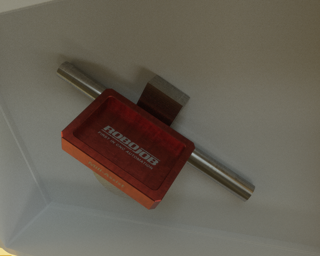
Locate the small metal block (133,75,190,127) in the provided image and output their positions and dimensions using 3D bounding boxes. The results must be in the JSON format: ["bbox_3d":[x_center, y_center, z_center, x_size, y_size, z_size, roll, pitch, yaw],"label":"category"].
[{"bbox_3d":[0.001,-0.029,0.387,0.050,0.025,0.050,35,129,4],"label":"small metal block"}]

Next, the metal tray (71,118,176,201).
[{"bbox_3d":[-0.038,0.034,0.405,0.130,0.090,0.030,34,129,5],"label":"metal tray"}]

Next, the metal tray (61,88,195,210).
[{"bbox_3d":[-0.036,0.021,0.362,0.130,0.090,0.030,34,146,5],"label":"metal tray"}]

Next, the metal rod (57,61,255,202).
[{"bbox_3d":[-0.009,0.002,0.413,0.301,0.025,0.025,34,129,5],"label":"metal rod"}]

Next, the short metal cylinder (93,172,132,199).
[{"bbox_3d":[-0.050,0.054,0.441,0.080,0.050,0.079,19,134,21],"label":"short metal cylinder"}]
